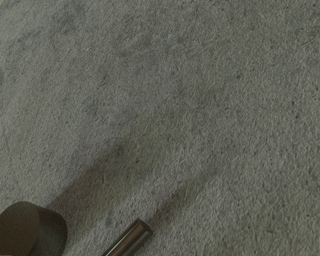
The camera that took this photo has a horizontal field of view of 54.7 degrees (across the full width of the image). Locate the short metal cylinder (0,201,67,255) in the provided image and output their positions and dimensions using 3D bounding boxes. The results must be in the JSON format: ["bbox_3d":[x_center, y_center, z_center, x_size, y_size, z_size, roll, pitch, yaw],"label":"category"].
[{"bbox_3d":[-0.166,0.139,0.390,0.080,0.050,0.080,-13,56,21],"label":"short metal cylinder"}]

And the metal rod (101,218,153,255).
[{"bbox_3d":[-0.121,0.216,0.334,0.300,0.025,0.025,-46,51,-4],"label":"metal rod"}]
